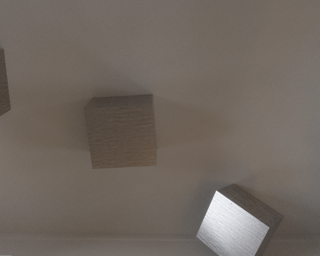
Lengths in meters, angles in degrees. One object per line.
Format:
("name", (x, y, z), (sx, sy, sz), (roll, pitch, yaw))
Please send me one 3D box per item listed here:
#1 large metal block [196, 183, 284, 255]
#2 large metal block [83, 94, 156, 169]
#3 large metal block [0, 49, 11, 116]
("large metal block", (0.108, 0.136, 0.427), (0.080, 0.050, 0.079), (32, 113, 34))
("large metal block", (-0.047, 0.004, 0.399), (0.080, 0.050, 0.079), (-3, 110, 1))
("large metal block", (-0.222, -0.049, 0.362), (0.050, 0.080, 0.079), (3, 110, -1))
